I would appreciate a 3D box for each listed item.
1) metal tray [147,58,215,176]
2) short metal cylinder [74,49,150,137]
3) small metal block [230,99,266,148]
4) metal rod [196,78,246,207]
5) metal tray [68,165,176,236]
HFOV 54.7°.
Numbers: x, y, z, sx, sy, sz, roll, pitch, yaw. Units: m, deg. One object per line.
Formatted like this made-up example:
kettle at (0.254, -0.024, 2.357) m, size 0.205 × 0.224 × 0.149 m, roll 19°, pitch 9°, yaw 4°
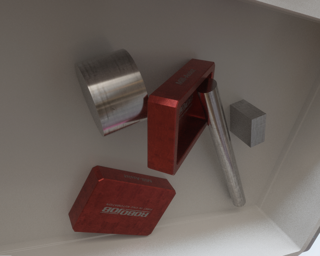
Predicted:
metal tray at (0.028, -0.018, 0.360) m, size 0.131 × 0.030 × 0.089 m, roll -48°, pitch 146°, yaw -52°
short metal cylinder at (-0.050, -0.037, 0.324) m, size 0.050 × 0.080 × 0.080 m, roll -22°, pitch 127°, yaw -16°
small metal block at (0.130, -0.007, 0.461) m, size 0.025 × 0.050 × 0.050 m, roll -21°, pitch 127°, yaw -16°
metal rod at (0.101, 0.043, 0.469) m, size 0.025 × 0.025 × 0.299 m, roll -34°, pitch 136°, yaw -7°
metal tray at (-0.051, 0.109, 0.446) m, size 0.131 × 0.030 × 0.090 m, roll 18°, pitch 109°, yaw -36°
